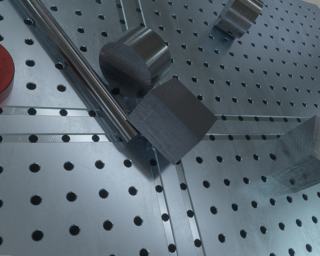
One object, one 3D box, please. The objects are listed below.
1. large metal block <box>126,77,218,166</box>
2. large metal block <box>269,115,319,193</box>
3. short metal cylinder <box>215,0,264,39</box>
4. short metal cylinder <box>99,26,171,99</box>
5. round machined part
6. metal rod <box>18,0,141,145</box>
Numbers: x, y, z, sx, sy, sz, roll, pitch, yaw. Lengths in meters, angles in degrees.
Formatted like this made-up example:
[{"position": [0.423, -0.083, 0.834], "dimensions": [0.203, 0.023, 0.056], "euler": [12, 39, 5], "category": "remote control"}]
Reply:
[{"position": [0.019, -0.012, 0.394], "dimensions": [0.080, 0.050, 0.080], "euler": [45, 31, 3], "category": "large metal block"}, {"position": [0.219, 0.040, 0.466], "dimensions": [0.050, 0.080, 0.080], "euler": [35, 51, -6], "category": "large metal block"}, {"position": [0.148, -0.215, 0.583], "dimensions": [0.050, 0.080, 0.080], "euler": [31, 52, -9], "category": "short metal cylinder"}, {"position": [-0.032, -0.086, 0.408], "dimensions": [0.080, 0.080, 0.050], "euler": [41, 51, 0], "category": "short metal cylinder"}, {"position": [-0.208, -0.068, 0.327], "dimensions": [0.099, 0.042, 0.098], "euler": [14, 56, -21], "category": "round machined part"}, {"position": [-0.123, -0.103, 0.404], "dimensions": [0.025, 0.025, 0.300], "euler": [-31, 79, -38], "category": "metal rod"}]
